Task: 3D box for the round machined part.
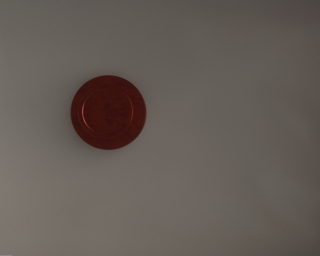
[{"bbox_3d":[-0.067,-0.020,0.402,0.099,0.042,0.097,0,90,0],"label":"round machined part"}]
